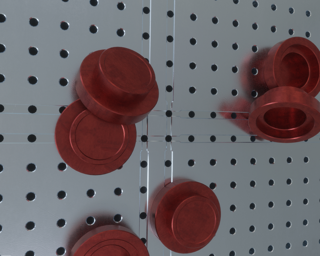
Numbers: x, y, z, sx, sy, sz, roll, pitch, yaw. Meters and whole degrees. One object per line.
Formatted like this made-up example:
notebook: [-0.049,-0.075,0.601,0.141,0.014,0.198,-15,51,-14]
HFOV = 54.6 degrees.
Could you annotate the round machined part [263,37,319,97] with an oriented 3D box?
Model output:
round machined part: [0.200,-0.086,0.477,0.099,0.042,0.097,0,90,-20]

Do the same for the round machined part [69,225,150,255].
round machined part: [-0.064,0.167,0.380,0.099,0.042,0.097,0,90,-20]

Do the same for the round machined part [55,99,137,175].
round machined part: [-0.075,0.009,0.376,0.099,0.042,0.097,0,90,-20]

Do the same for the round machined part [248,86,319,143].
round machined part: [0.179,-0.022,0.445,0.098,0.098,0.042,28,56,-18]

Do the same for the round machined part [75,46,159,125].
round machined part: [-0.045,-0.056,0.363,0.099,0.042,0.098,16,52,-22]

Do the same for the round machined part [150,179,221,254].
round machined part: [0.040,0.121,0.418,0.099,0.042,0.097,0,90,-20]
